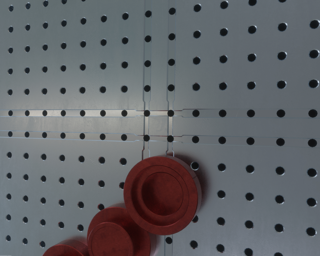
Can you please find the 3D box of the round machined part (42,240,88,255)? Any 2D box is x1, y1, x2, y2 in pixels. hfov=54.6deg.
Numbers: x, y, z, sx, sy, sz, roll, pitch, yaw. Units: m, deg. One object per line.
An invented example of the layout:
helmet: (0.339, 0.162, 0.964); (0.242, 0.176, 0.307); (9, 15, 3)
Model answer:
round machined part: (-0.140, 0.220, 0.454); (0.098, 0.042, 0.097); (0, 90, 20)

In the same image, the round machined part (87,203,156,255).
round machined part: (-0.059, 0.157, 0.425); (0.098, 0.042, 0.097); (0, 90, 20)

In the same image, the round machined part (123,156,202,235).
round machined part: (0.006, 0.084, 0.402); (0.098, 0.042, 0.097); (0, 90, 20)
